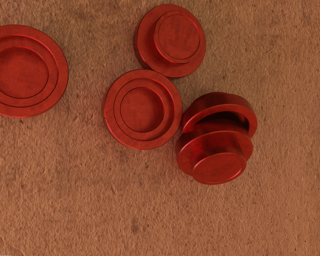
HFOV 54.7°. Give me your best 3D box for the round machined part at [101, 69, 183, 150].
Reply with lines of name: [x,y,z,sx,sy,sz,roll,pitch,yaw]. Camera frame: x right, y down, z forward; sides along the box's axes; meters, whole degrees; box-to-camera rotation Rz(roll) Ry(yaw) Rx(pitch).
round machined part: [-0.025,-0.022,0.391,0.099,0.042,0.097,0,90,-20]

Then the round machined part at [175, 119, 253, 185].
round machined part: [0.071,0.037,0.396,0.099,0.097,0.042,10,44,-20]

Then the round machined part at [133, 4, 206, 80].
round machined part: [0.018,-0.114,0.406,0.099,0.042,0.097,0,90,-20]

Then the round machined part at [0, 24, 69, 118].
round machined part: [-0.154,-0.060,0.343,0.099,0.042,0.097,0,90,-20]

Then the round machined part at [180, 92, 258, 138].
round machined part: [0.073,-0.009,0.408,0.099,0.097,0.042,10,44,-20]
